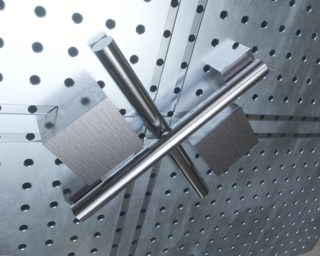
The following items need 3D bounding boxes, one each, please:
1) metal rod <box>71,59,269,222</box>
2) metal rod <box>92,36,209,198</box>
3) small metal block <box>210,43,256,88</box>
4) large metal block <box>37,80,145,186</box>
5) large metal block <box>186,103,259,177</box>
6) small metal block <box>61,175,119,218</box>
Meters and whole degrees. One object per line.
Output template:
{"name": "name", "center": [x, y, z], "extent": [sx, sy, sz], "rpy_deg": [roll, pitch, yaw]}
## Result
{"name": "metal rod", "center": [0.014, 0.014, 0.395], "extent": [0.301, 0.025, 0.025], "rpy_deg": [-38, 129, -2]}
{"name": "metal rod", "center": [0.005, 0.008, 0.417], "extent": [0.025, 0.025, 0.300], "rpy_deg": [-37, 129, -4]}
{"name": "small metal block", "center": [0.103, -0.077, 0.420], "extent": [0.050, 0.025, 0.050], "rpy_deg": [-38, 129, -3]}
{"name": "large metal block", "center": [-0.078, 0.006, 0.356], "extent": [0.080, 0.050, 0.080], "rpy_deg": [-37, 129, -3]}
{"name": "large metal block", "center": [0.085, 0.011, 0.448], "extent": [0.080, 0.050, 0.080], "rpy_deg": [-40, 129, -1]}
{"name": "small metal block", "center": [-0.093, 0.085, 0.413], "extent": [0.050, 0.025, 0.050], "rpy_deg": [-39, 129, -2]}
